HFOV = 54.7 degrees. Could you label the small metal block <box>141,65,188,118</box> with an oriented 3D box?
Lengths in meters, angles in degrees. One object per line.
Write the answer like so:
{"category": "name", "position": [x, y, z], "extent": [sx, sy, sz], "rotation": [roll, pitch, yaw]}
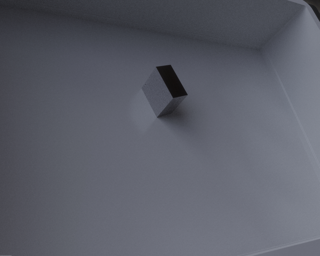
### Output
{"category": "small metal block", "position": [0.005, -0.050, 0.424], "extent": [0.025, 0.050, 0.050], "rotation": [-16, 70, -35]}
